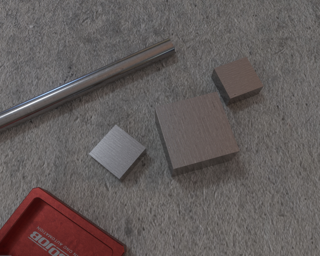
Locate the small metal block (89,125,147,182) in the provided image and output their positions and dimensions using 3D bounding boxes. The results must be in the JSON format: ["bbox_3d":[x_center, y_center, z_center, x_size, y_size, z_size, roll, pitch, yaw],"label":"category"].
[{"bbox_3d":[-0.053,0.033,0.396,0.050,0.025,0.050,37,74,12],"label":"small metal block"}]

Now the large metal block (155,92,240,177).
[{"bbox_3d":[0.043,0.009,0.392,0.081,0.050,0.080,-15,71,-6],"label":"large metal block"}]

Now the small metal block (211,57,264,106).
[{"bbox_3d":[0.107,-0.065,0.433,0.050,0.025,0.050,-21,72,-8],"label":"small metal block"}]

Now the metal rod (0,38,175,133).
[{"bbox_3d":[-0.117,-0.053,0.426,0.302,0.025,0.025,-26,73,-10],"label":"metal rod"}]

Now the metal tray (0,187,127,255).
[{"bbox_3d":[-0.116,0.140,0.352,0.130,0.030,0.090,31,73,10],"label":"metal tray"}]
